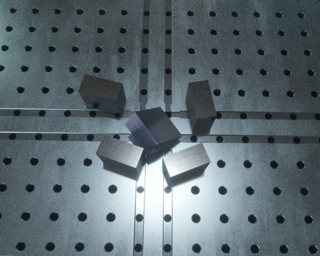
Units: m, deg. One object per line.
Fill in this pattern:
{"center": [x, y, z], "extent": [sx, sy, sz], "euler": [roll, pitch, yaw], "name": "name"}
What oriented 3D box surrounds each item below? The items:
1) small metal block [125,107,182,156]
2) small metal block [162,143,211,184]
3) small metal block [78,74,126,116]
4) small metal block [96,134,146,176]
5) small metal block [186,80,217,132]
{"center": [-0.008, 0.003, 0.397], "extent": [0.050, 0.025, 0.050], "euler": [-16, 64, -50], "name": "small metal block"}
{"center": [0.031, 0.045, 0.382], "extent": [0.050, 0.050, 0.025], "euler": [-19, 72, -7], "name": "small metal block"}
{"center": [-0.075, -0.043, 0.413], "extent": [0.050, 0.050, 0.025], "euler": [14, 71, 5], "name": "small metal block"}
{"center": [-0.047, 0.035, 0.385], "extent": [0.050, 0.050, 0.025], "euler": [19, 72, 6], "name": "small metal block"}
{"center": [0.053, -0.028, 0.409], "extent": [0.025, 0.050, 0.050], "euler": [-9, 70, -3], "name": "small metal block"}
